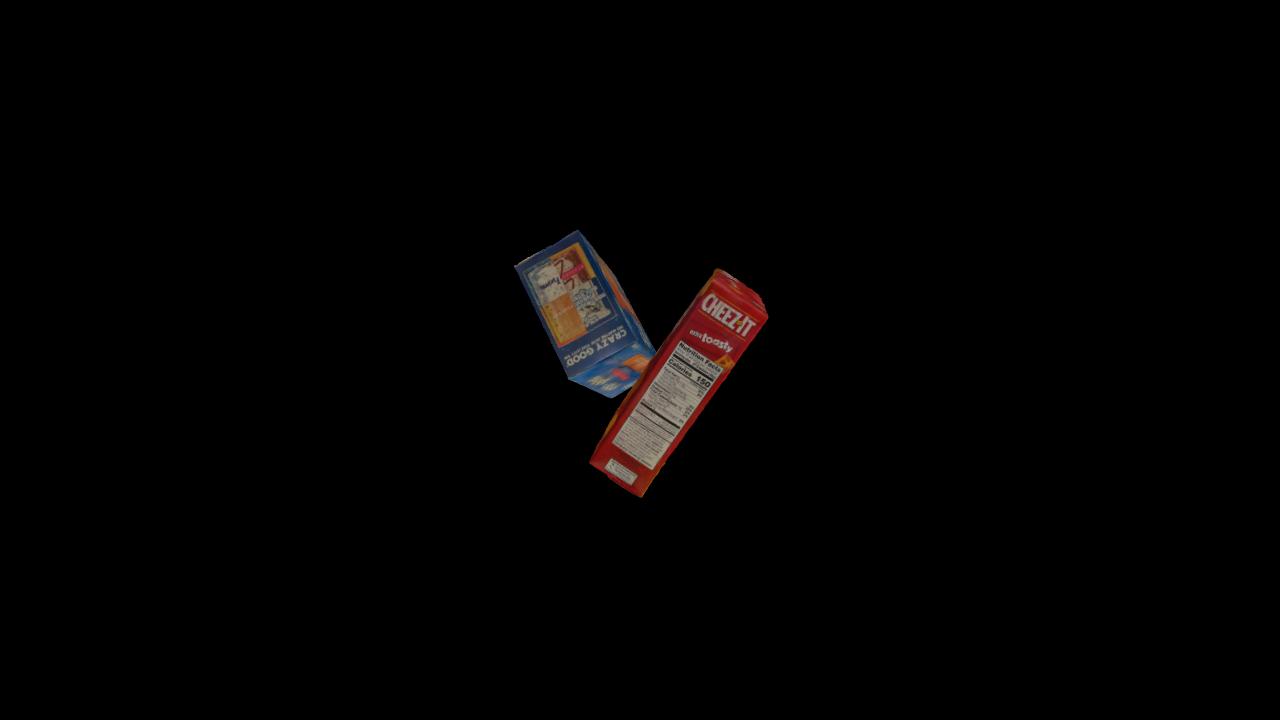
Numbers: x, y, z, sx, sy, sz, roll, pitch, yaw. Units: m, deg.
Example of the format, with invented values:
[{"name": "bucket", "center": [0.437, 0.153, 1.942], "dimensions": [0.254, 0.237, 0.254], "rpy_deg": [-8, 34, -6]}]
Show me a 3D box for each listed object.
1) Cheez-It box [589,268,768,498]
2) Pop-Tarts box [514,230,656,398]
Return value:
[{"name": "Cheez-It box", "center": [0.044, 0.014, 0.654], "dimensions": [0.071, 0.223, 0.166], "rpy_deg": [34, 15, -1]}, {"name": "Pop-Tarts box", "center": [-0.050, -0.044, 0.701], "dimensions": [0.083, 0.141, 0.167], "rpy_deg": [-29, -15, 6]}]
